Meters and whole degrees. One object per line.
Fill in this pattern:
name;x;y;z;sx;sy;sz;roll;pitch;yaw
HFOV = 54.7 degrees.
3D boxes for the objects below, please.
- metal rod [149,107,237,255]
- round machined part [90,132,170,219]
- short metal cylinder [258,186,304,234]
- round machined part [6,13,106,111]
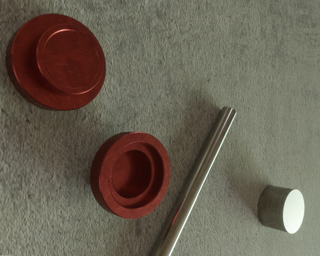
metal rod;0.043;0.093;0.443;0.025;0.025;0.300;45;63;-31
round machined part;-0.038;0.053;0.364;0.099;0.042;0.097;0;90;-40
short metal cylinder;0.229;0.152;0.585;0.081;0.050;0.079;0;90;-40
round machined part;-0.097;-0.066;0.313;0.099;0.042;0.097;0;90;-40
